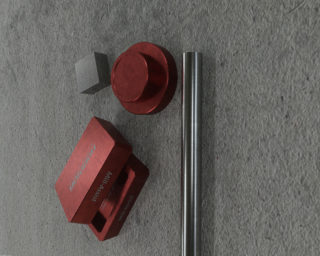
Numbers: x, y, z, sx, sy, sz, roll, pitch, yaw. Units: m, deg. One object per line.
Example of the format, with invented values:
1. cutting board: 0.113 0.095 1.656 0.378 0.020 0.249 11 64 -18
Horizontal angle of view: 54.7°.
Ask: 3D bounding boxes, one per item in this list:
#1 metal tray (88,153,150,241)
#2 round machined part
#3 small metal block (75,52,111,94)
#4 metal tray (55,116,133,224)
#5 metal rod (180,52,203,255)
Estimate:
1. metal tray: -0.078 0.090 0.463 0.090 0.030 0.129 40 114 32
2. round machined part: -0.028 -0.067 0.415 0.098 0.042 0.097 0 90 39
3. small metal block: -0.106 -0.086 0.490 0.050 0.025 0.050 -19 78 38
4. metal tray: -0.099 0.059 0.444 0.129 0.030 0.090 -59 40 9
5. metal rod: 0.038 0.061 0.372 0.025 0.025 0.298 1 90 39
